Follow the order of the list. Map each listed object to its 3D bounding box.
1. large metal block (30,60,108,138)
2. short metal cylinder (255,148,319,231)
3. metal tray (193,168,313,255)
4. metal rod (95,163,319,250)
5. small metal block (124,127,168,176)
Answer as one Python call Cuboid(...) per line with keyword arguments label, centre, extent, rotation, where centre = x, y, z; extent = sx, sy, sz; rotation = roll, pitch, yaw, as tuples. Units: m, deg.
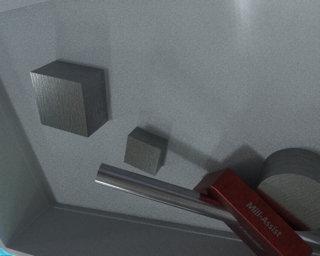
Cuboid(label="large metal block", centre=(-0.123, -0.042, 0.429), extent=(0.080, 0.050, 0.079), rotation=(14, 124, 20))
Cuboid(label="short metal cylinder", centre=(0.154, 0.070, 0.354), extent=(0.080, 0.050, 0.079), rotation=(13, 124, 20))
Cuboid(label="metal tray", centre=(0.106, 0.109, 0.378), extent=(0.130, 0.030, 0.090), rotation=(45, 164, 4))
Cuboid(label="metal rod", centre=(0.071, 0.098, 0.372), extent=(0.302, 0.025, 0.025), rotation=(17, 127, -2))
Cuboid(label="small metal block", centre=(-0.020, 0.033, 0.439), extent=(0.050, 0.025, 0.050), rotation=(23, 127, 14))
